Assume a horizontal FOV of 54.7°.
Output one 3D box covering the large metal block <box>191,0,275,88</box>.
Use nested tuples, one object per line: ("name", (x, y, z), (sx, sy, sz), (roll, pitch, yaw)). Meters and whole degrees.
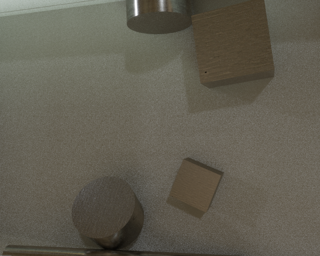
("large metal block", (0.087, -0.096, 0.366), (0.080, 0.050, 0.080), (-8, 87, 19))

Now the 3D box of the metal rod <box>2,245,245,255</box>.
("metal rod", (-0.045, 0.165, 0.384), (0.302, 0.025, 0.025), (1, 90, 5))

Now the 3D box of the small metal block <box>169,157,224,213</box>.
("small metal block", (0.047, 0.071, 0.393), (0.050, 0.025, 0.050), (22, 97, 18))

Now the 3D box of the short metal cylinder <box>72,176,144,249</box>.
("short metal cylinder", (-0.065, 0.110, 0.399), (0.080, 0.050, 0.080), (-6, 52, 8))

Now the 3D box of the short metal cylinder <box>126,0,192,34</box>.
("short metal cylinder", (-0.001, -0.153, 0.381), (0.080, 0.080, 0.050), (-3, 89, 19))
